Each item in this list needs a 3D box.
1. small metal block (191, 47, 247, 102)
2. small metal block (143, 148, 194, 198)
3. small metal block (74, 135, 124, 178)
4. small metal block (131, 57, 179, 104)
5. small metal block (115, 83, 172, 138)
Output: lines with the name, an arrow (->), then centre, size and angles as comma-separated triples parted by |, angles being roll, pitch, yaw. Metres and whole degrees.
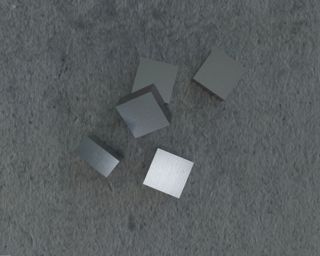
small metal block -> 0.077, -0.070, 0.411 | 0.050, 0.025, 0.050 | 35, 90, -1
small metal block -> 0.011, 0.058, 0.410 | 0.050, 0.025, 0.050 | 22, 90, -1
small metal block -> -0.076, 0.034, 0.397 | 0.050, 0.050, 0.025 | 38, 90, -1
small metal block -> -0.006, -0.062, 0.410 | 0.050, 0.025, 0.050 | 15, 90, -1
small metal block -> -0.020, -0.021, 0.393 | 0.050, 0.025, 0.050 | -22, 116, 19
